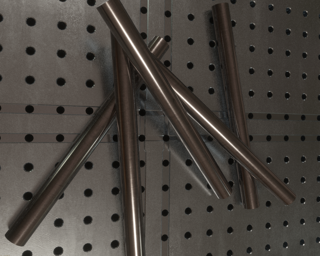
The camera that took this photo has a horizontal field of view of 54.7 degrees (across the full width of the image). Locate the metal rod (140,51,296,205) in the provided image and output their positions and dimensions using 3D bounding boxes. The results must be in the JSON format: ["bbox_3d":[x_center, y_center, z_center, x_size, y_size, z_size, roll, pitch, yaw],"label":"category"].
[{"bbox_3d":[0.082,0.007,0.416,0.300,0.025,0.025,42,77,-16],"label":"metal rod"}]

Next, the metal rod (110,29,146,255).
[{"bbox_3d":[-0.038,0.034,0.380,0.025,0.025,0.298,-6,99,-20],"label":"metal rod"}]

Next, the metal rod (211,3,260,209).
[{"bbox_3d":[0.112,-0.029,0.455,0.025,0.025,0.298,-11,94,-20],"label":"metal rod"}]

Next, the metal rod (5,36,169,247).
[{"bbox_3d":[-0.082,0.006,0.383,0.025,0.025,0.300,38,78,-17],"label":"metal rod"}]

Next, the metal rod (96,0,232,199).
[{"bbox_3d":[0.019,-0.018,0.383,0.025,0.025,0.299,-41,117,-15],"label":"metal rod"}]
